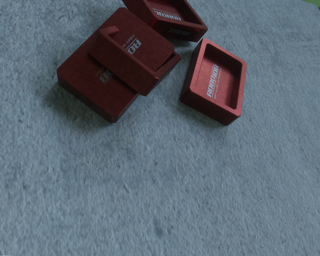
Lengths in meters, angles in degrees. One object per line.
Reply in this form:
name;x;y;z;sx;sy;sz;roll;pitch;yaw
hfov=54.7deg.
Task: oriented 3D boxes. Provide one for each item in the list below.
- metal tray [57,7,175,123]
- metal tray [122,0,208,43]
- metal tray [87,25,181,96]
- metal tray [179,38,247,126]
metal tray;-0.054;-0.082;0.396;0.090;0.030;0.130;38;69;-2
metal tray;0.009;-0.185;0.497;0.131;0.030;0.090;-9;61;-46
metal tray;-0.027;-0.099;0.417;0.090;0.030;0.130;39;29;-2
metal tray;0.089;-0.077;0.497;0.090;0.030;0.130;27;52;-12
